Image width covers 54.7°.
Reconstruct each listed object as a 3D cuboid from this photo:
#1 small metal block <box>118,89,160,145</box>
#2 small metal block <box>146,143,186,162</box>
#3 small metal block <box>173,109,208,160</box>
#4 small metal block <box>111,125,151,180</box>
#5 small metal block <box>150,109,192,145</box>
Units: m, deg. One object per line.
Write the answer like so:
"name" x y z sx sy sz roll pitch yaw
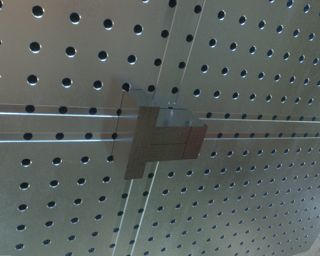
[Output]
"small metal block" -0.027 -0.014 0.372 0.025 0.050 0.050 0 119 -29
"small metal block" -0.002 0.019 0.406 0.050 0.050 0.025 0 119 -29
"small metal block" 0.034 0.008 0.419 0.025 0.050 0.050 0 119 -29
"small metal block" -0.038 0.030 0.393 0.025 0.050 0.050 0 119 -29
"small metal block" 0.004 -0.003 0.396 0.050 0.050 0.025 0 119 -29
